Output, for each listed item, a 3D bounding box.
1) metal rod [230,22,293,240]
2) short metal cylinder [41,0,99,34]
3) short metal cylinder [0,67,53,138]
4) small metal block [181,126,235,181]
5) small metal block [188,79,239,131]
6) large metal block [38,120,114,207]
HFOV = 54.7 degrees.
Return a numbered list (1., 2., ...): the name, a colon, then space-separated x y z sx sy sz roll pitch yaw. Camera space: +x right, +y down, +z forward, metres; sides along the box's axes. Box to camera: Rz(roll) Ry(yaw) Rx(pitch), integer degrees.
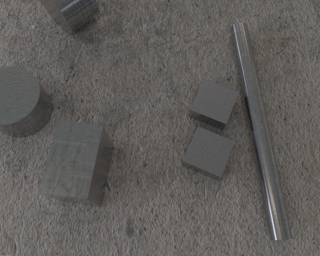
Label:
1. metal rod: 0.130 -0.010 0.412 0.025 0.025 0.299 -4 70 -2
2. short metal cylinder: -0.134 -0.183 0.445 0.050 0.080 0.080 -41 75 -13
3. short metal cylinder: -0.189 -0.033 0.405 0.081 0.050 0.080 0 70 0
4. small metal block: 0.061 0.033 0.397 0.050 0.025 0.050 23 72 8
5. small metal block: 0.072 -0.032 0.420 0.050 0.025 0.050 23 71 8
6. large metal block: -0.092 0.045 0.362 0.050 0.080 0.080 7 70 3
